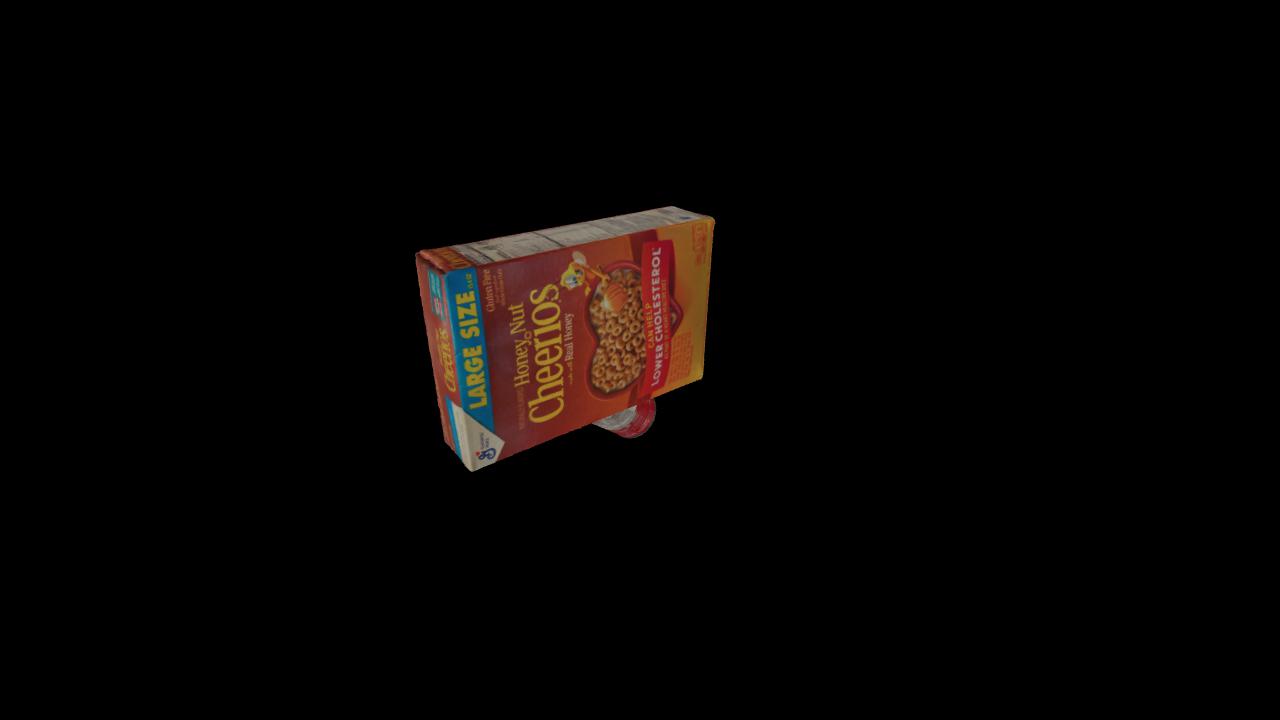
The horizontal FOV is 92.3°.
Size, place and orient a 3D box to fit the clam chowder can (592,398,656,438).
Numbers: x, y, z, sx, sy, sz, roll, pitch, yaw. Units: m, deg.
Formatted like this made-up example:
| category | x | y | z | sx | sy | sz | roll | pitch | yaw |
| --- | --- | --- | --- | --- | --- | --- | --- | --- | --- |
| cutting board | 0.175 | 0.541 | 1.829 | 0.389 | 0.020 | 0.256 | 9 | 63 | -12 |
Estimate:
| category | x | y | z | sx | sy | sz | roll | pitch | yaw |
| --- | --- | --- | --- | --- | --- | --- | --- | --- | --- |
| clam chowder can | -0.033 | 0.051 | 0.738 | 0.068 | 0.068 | 0.102 | 0 | -17 | 29 |

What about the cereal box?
| category | x | y | z | sx | sy | sz | roll | pitch | yaw |
| --- | --- | --- | --- | --- | --- | --- | --- | --- | --- |
| cereal box | -0.060 | -0.034 | 0.636 | 0.306 | 0.203 | 0.081 | -20 | 34 | -35 |
